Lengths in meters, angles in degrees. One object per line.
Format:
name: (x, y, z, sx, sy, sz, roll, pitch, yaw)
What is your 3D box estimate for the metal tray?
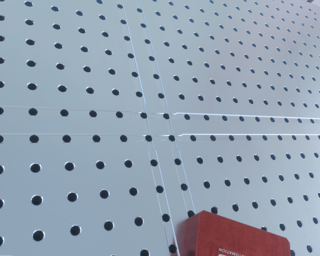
metal tray: (0.091, 0.158, 0.357, 0.131, 0.030, 0.090, 22, 54, -15)
